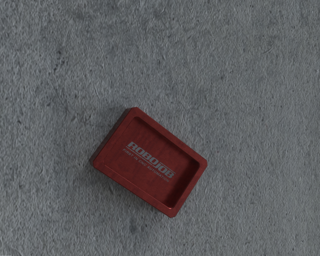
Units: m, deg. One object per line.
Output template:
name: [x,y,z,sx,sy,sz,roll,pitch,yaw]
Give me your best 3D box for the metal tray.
metal tray: [-0.012,0.045,0.404,0.130,0.030,0.090,38,78,-17]
